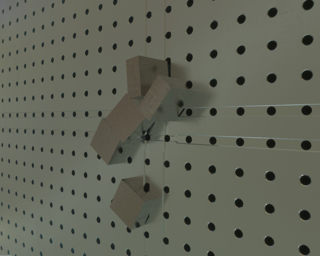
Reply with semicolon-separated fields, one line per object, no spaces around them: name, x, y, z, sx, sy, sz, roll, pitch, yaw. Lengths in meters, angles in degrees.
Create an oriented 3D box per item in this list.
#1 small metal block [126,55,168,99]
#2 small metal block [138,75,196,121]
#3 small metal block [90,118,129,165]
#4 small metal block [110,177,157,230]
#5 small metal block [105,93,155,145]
small metal block;-0.015;-0.063;0.402;0.025;0.050;0.050;-7;85;45
small metal block;0.009;-0.035;0.384;0.025;0.050;0.050;48;118;28
small metal block;-0.074;0.020;0.468;0.050;0.025;0.050;43;116;31
small metal block;-0.039;0.106;0.439;0.050;0.025;0.050;37;112;33
small metal block;-0.042;-0.012;0.435;0.050;0.025;0.050;-48;61;15
